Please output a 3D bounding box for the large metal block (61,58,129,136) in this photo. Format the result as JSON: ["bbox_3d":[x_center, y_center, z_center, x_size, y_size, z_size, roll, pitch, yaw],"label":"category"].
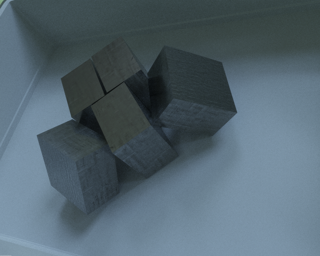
[{"bbox_3d":[-0.086,-0.036,0.434,0.050,0.080,0.080,-33,52,7],"label":"large metal block"}]

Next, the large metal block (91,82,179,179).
[{"bbox_3d":[-0.030,0.004,0.380,0.050,0.080,0.080,-36,51,4],"label":"large metal block"}]

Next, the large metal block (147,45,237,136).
[{"bbox_3d":[0.035,-0.043,0.367,0.050,0.081,0.080,-52,36,46],"label":"large metal block"}]

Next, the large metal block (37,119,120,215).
[{"bbox_3d":[-0.099,0.046,0.382,0.080,0.079,0.050,24,40,36],"label":"large metal block"}]

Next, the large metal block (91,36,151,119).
[{"bbox_3d":[-0.042,-0.065,0.429,0.050,0.080,0.080,-34,52,6],"label":"large metal block"}]
